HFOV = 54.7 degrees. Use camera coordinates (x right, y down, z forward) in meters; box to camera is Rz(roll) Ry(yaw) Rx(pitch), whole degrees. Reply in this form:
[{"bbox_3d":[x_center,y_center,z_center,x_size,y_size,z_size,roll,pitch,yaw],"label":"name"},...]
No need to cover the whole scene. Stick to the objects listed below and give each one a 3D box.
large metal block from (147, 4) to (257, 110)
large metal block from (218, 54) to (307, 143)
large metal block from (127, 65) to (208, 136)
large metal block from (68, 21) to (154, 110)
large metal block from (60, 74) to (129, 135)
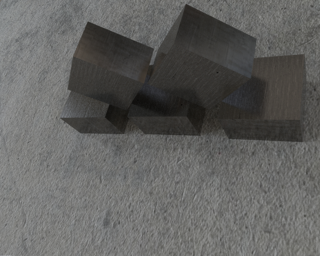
[{"bbox_3d":[0.042,-0.070,0.329,0.080,0.080,0.050,137,152,-62],"label":"large metal block"},{"bbox_3d":[0.117,-0.032,0.347,0.080,0.050,0.080,2,62,28],"label":"large metal block"},{"bbox_3d":[0.015,-0.037,0.404,0.080,0.050,0.080,1,62,28],"label":"large metal block"},{"bbox_3d":[-0.063,-0.072,0.381,0.080,0.080,0.050,19,65,-13],"label":"large metal block"},{"bbox_3d":[-0.088,-0.038,0.457,0.080,0.050,0.080,0,62,28],"label":"large metal block"}]
